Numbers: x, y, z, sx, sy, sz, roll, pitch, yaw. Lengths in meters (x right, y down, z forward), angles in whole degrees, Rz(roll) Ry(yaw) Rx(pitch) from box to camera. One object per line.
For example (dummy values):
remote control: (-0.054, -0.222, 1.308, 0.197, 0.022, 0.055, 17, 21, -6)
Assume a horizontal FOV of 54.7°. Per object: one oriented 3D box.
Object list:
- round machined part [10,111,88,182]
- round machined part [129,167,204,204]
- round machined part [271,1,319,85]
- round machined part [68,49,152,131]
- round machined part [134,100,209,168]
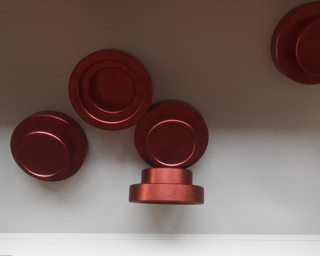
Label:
round machined part: (-0.149, 0.029, 0.411, 0.099, 0.042, 0.097, 0, 110, -1)
round machined part: (0.009, 0.078, 0.412, 0.099, 0.098, 0.042, 2, 74, -1)
round machined part: (0.188, -0.099, 0.368, 0.099, 0.042, 0.097, 0, 110, -1)
round machined part: (-0.058, -0.049, 0.383, 0.099, 0.042, 0.097, 0, 110, -1)
round machined part: (0.015, 0.015, 0.408, 0.099, 0.042, 0.097, 0, 110, -1)
